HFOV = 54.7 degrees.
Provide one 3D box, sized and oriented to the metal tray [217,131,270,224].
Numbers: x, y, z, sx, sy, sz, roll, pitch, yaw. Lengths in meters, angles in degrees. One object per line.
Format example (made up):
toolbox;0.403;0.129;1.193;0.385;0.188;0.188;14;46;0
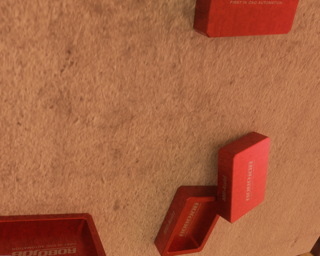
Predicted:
metal tray;0.136;0.080;0.506;0.091;0.030;0.129;-22;120;-33

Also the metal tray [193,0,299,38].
metal tray;0.108;-0.158;0.367;0.131;0.030;0.089;-10;123;-24

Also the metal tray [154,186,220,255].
metal tray;0.053;0.160;0.534;0.091;0.030;0.129;7;115;-32

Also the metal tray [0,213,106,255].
metal tray;-0.140;0.149;0.380;0.131;0.090;0.030;8;115;-32
